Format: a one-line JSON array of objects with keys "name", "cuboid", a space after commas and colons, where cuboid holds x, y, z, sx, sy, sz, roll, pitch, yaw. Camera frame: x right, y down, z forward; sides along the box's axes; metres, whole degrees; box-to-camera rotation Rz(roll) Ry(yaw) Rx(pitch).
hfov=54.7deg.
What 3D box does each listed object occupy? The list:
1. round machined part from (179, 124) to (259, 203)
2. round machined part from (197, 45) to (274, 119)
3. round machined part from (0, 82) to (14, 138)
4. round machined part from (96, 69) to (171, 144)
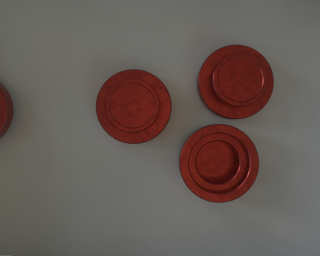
[{"name": "round machined part", "cuboid": [0.074, 0.044, 0.403, 0.099, 0.042, 0.097, 0, 90, 0]}, {"name": "round machined part", "cuboid": [0.100, -0.060, 0.403, 0.099, 0.042, 0.097, 0, 90, 0]}, {"name": "round machined part", "cuboid": [-0.239, -0.023, 0.399, 0.099, 0.042, 0.097, 0, 90, -3]}, {"name": "round machined part", "cuboid": [-0.034, -0.028, 0.402, 0.099, 0.042, 0.097, 0, 90, 0]}]
